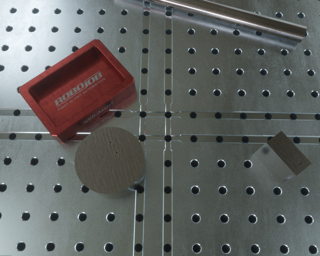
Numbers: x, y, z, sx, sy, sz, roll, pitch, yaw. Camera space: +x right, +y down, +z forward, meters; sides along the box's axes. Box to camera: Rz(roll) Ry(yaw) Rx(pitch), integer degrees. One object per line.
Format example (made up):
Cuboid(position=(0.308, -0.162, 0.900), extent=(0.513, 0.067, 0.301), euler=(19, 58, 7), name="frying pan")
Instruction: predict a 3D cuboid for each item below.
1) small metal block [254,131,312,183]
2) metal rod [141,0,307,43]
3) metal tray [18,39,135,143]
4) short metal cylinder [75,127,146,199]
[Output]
Cuboid(position=(0.151, 0.037, 0.387), extent=(0.025, 0.050, 0.050), euler=(-35, 74, -12), name="small metal block")
Cuboid(position=(0.071, -0.185, 0.480), extent=(0.301, 0.025, 0.025), euler=(17, 71, 5), name="metal rod")
Cuboid(position=(-0.111, -0.053, 0.427), extent=(0.131, 0.030, 0.090), euler=(-38, 75, -13), name="metal tray")
Cuboid(position=(-0.058, 0.044, 0.382), extent=(0.081, 0.050, 0.080), euler=(0, 70, 0), name="short metal cylinder")
